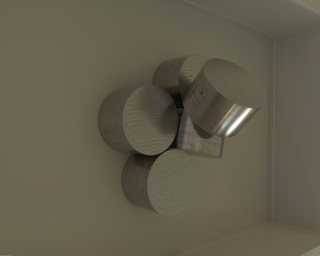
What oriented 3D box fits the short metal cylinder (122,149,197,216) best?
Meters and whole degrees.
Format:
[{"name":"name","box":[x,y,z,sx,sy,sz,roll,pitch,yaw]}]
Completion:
[{"name":"short metal cylinder","box":[0.000,0.065,0.390,0.081,0.050,0.079,0,90,-40]}]

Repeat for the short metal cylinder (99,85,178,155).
[{"name":"short metal cylinder","box":[-0.025,-0.009,0.369,0.081,0.050,0.079,0,90,-40]}]

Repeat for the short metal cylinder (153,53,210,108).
[{"name":"short metal cylinder","box":[0.038,-0.057,0.422,0.081,0.050,0.079,0,90,-40]}]

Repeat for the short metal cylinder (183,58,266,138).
[{"name":"short metal cylinder","box":[0.074,-0.036,0.361,0.081,0.050,0.080,17,44,-17]}]

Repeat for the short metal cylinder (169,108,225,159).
[{"name":"short metal cylinder","box":[0.045,0.009,0.409,0.081,0.080,0.050,17,79,-39]}]
